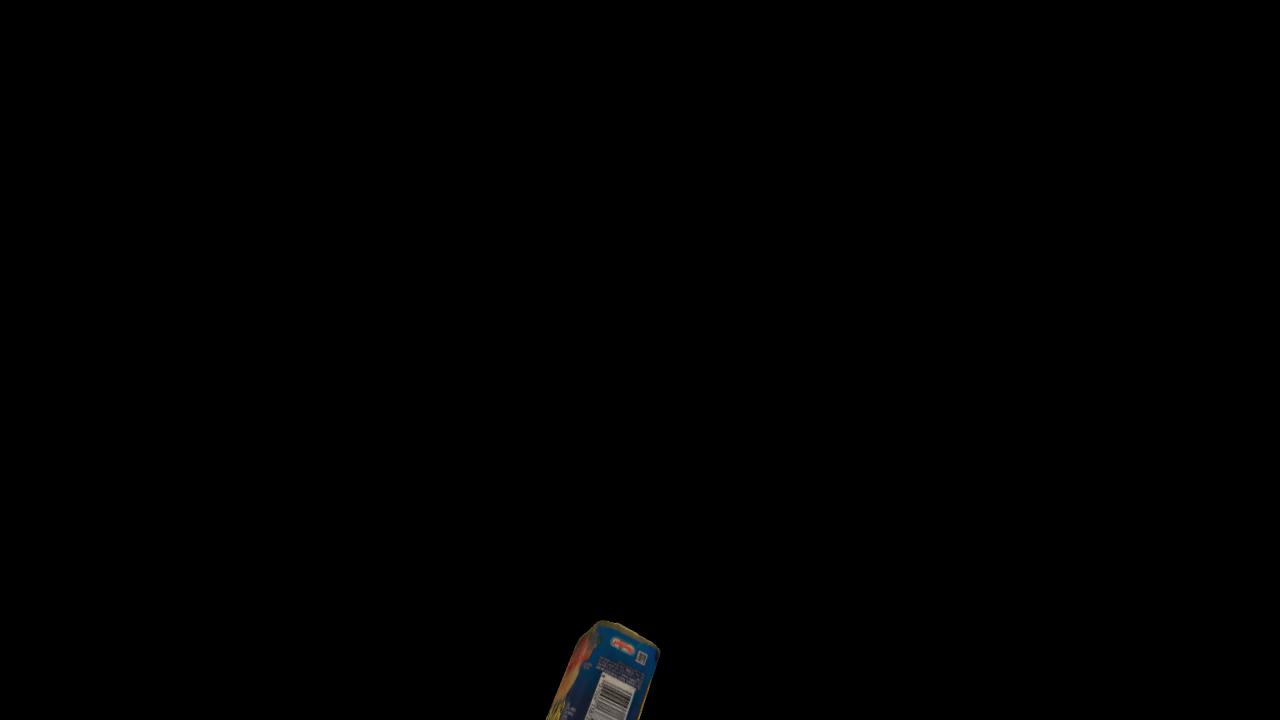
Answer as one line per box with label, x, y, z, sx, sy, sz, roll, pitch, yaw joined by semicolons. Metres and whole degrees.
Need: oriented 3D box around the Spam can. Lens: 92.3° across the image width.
Spam can;-0.031;0.249;0.450;0.058;0.085;0.101;27;-37;-1
